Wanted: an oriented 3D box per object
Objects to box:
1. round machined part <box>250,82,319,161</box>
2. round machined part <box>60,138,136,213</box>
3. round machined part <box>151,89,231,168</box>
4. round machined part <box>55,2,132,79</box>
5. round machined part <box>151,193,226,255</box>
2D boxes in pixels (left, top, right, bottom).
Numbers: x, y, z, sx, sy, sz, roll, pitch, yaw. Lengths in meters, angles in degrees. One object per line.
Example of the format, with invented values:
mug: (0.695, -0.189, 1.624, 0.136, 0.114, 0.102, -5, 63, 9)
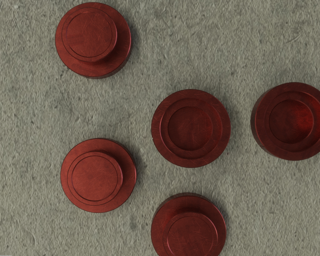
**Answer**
round machined part: (0.166, -0.008, 0.403, 0.099, 0.042, 0.097, 0, 90, 0)
round machined part: (-0.080, 0.062, 0.401, 0.099, 0.042, 0.097, 0, 90, 0)
round machined part: (0.038, 0.001, 0.402, 0.099, 0.042, 0.097, 0, 90, 0)
round machined part: (-0.087, -0.115, 0.401, 0.099, 0.042, 0.097, 0, 90, 0)
round machined part: (0.037, 0.136, 0.402, 0.099, 0.042, 0.097, 0, 90, 0)
